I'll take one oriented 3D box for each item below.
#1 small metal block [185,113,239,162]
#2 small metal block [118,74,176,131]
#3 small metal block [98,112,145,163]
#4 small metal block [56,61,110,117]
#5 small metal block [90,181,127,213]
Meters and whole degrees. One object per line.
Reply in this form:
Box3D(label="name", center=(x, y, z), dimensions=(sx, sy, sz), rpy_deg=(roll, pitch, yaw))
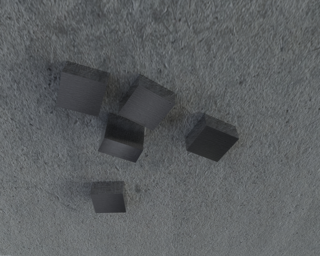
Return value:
Box3D(label="small metal block", center=(0.069, 0.014, 0.420), dimensions=(0.050, 0.025, 0.050), rpy_deg=(21, 127, -18))
Box3D(label="small metal block", center=(-0.016, -0.031, 0.381), dimensions=(0.050, 0.025, 0.050), rpy_deg=(26, 125, -21))
Box3D(label="small metal block", center=(-0.049, 0.012, 0.400), dimensions=(0.050, 0.050, 0.025), rpy_deg=(19, 127, -16))
Box3D(label="small metal block", center=(-0.091, -0.046, 0.367), dimensions=(0.050, 0.025, 0.050), rpy_deg=(14, 129, -12))
Box3D(label="small metal block", center=(-0.082, 0.113, 0.502), dimensions=(0.050, 0.025, 0.050), rpy_deg=(-2, 130, 1))
